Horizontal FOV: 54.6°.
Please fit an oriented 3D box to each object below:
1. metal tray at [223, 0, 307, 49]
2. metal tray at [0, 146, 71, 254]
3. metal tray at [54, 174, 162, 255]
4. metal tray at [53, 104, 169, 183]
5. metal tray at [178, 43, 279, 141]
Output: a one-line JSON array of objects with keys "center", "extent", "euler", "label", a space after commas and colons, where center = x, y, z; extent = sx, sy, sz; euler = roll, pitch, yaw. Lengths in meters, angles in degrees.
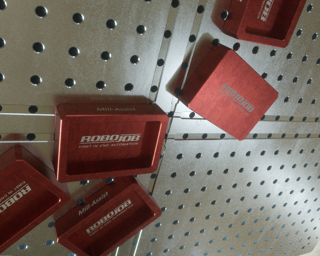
[{"center": [0.139, -0.170, 0.378], "extent": [0.091, 0.030, 0.129], "euler": [1, 118, -29], "label": "metal tray"}, {"center": [-0.185, 0.092, 0.362], "extent": [0.130, 0.030, 0.090], "euler": [-37, 129, -3], "label": "metal tray"}, {"center": [-0.072, 0.132, 0.449], "extent": [0.130, 0.030, 0.090], "euler": [-36, 129, -5], "label": "metal tray"}, {"center": [-0.060, 0.017, 0.384], "extent": [0.131, 0.030, 0.089], "euler": [-2, 119, -28], "label": "metal tray"}, {"center": [0.099, -0.045, 0.433], "extent": [0.131, 0.030, 0.090], "euler": [28, 103, -38], "label": "metal tray"}]
